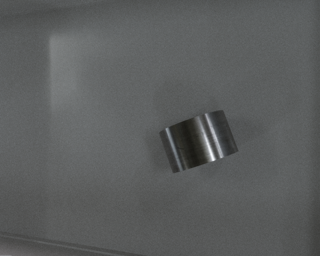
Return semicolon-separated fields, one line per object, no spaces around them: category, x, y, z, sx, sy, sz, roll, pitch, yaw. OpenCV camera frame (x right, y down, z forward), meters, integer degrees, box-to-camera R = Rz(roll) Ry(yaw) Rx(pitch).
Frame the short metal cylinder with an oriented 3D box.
short metal cylinder;0.045;0.017;0.366;0.080;0.080;0.050;-21;83;19
